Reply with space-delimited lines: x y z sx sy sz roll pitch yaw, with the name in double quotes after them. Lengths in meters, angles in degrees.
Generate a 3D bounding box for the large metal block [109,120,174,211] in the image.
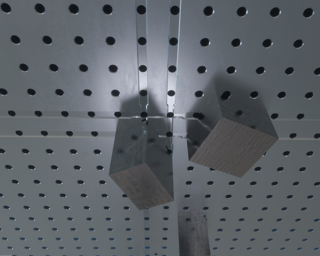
-0.022 0.050 0.418 0.050 0.080 0.080 -20 127 16 "large metal block"

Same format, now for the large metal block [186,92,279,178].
0.090 0.012 0.406 0.080 0.050 0.080 20 127 -16 "large metal block"

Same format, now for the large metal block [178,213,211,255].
0.063 0.211 0.555 0.050 0.080 0.080 -7 130 6 "large metal block"
